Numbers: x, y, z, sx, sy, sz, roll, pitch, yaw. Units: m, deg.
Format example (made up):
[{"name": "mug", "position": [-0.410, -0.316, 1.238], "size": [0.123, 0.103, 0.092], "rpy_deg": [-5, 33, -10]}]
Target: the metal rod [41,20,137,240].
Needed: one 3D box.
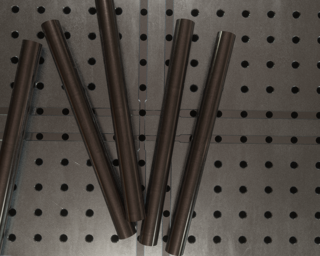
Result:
[{"name": "metal rod", "position": [-0.094, 0.002, 0.412], "size": [0.025, 0.025, 0.299], "rpy_deg": [-20, 90, 0]}]

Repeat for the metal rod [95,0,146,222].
[{"name": "metal rod", "position": [-0.053, -0.030, 0.405], "size": [0.025, 0.025, 0.298], "rpy_deg": [-9, 87, 0]}]

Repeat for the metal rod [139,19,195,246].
[{"name": "metal rod", "position": [0.009, 0.006, 0.413], "size": [0.025, 0.025, 0.298], "rpy_deg": [10, 90, -1]}]

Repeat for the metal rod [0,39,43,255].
[{"name": "metal rod", "position": [-0.198, 0.033, 0.410], "size": [0.025, 0.025, 0.298], "rpy_deg": [11, 90, -1]}]

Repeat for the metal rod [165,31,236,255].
[{"name": "metal rod", "position": [0.054, 0.020, 0.414], "size": [0.025, 0.025, 0.298], "rpy_deg": [14, 90, -1]}]
